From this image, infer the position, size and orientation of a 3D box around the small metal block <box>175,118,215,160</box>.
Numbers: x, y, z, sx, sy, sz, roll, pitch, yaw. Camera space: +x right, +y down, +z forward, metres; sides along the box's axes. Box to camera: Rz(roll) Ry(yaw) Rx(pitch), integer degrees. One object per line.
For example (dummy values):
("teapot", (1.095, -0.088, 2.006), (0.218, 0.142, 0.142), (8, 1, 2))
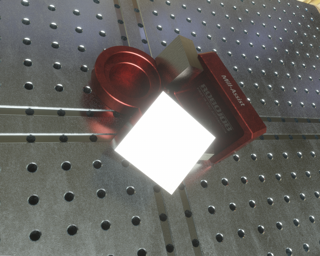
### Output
("small metal block", (0.043, 0.014, 0.418), (0.050, 0.025, 0.050), (6, 63, -13))

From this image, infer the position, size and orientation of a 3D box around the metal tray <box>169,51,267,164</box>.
("metal tray", (0.073, -0.027, 0.424), (0.030, 0.090, 0.130), (-19, 72, -36))

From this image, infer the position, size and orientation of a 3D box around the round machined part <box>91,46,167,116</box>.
("round machined part", (-0.043, -0.058, 0.410), (0.099, 0.042, 0.098), (14, 56, -21))

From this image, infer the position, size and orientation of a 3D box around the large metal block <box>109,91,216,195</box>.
("large metal block", (0.001, 0.015, 0.356), (0.080, 0.050, 0.080), (41, 82, -15))

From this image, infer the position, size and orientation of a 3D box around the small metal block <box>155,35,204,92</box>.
("small metal block", (0.024, -0.083, 0.405), (0.025, 0.050, 0.050), (9, 55, -41))
